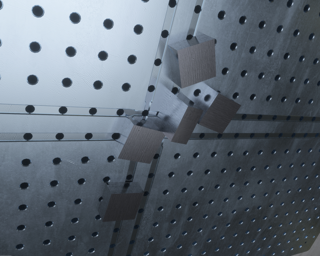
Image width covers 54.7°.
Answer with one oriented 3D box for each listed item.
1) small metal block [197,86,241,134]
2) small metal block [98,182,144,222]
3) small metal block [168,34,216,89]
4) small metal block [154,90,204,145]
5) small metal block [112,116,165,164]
[{"bbox_3d":[0.079,-0.025,0.441,0.050,0.025,0.050,21,107,-36],"label":"small metal block"},{"bbox_3d":[-0.057,0.106,0.447,0.050,0.025,0.050,6,116,-31],"label":"small metal block"},{"bbox_3d":[0.041,-0.083,0.384,0.050,0.025,0.050,-22,127,-16],"label":"small metal block"},{"bbox_3d":[0.023,-0.014,0.400,0.025,0.050,0.050,12,112,-34],"label":"small metal block"},{"bbox_3d":[-0.028,0.016,0.408,0.050,0.025,0.050,15,111,-35],"label":"small metal block"}]
